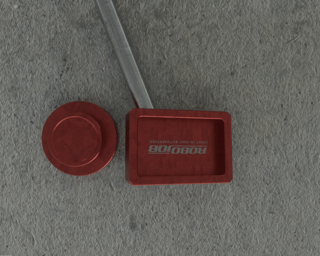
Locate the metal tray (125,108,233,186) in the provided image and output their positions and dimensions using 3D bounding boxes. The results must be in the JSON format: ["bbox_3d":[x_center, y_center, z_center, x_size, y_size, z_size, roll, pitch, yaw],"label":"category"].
[{"bbox_3d":[0.024,0.024,0.386,0.131,0.030,0.090,1,84,-15],"label":"metal tray"}]

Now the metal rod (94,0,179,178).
[{"bbox_3d":[-0.038,-0.076,0.409,0.025,0.025,0.299,-21,90,0],"label":"metal rod"}]

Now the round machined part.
[{"bbox_3d":[-0.104,0.014,0.401,0.099,0.042,0.097,0,90,0],"label":"round machined part"}]
